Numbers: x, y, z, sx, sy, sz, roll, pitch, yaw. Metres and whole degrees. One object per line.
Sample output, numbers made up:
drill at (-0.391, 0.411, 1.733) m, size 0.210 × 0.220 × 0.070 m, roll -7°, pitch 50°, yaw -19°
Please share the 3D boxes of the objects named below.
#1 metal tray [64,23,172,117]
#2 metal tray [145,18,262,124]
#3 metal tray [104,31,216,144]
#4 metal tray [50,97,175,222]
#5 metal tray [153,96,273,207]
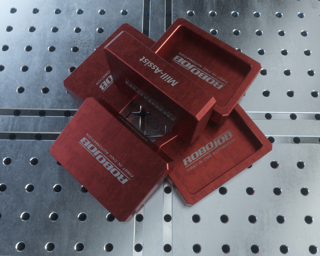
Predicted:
metal tray at (-0.056, -0.076, 0.435) m, size 0.090 × 0.030 × 0.130 m, roll 37°, pitch 74°, yaw 12°
metal tray at (0.052, -0.077, 0.405) m, size 0.130 × 0.030 × 0.090 m, roll 34°, pitch 73°, yaw 11°
metal tray at (-0.002, -0.043, 0.360) m, size 0.130 × 0.090 × 0.030 m, roll 39°, pitch 75°, yaw 12°
metal tray at (-0.060, 0.036, 0.375) m, size 0.130 × 0.030 × 0.090 m, roll 41°, pitch 100°, yaw 13°
metal tray at (0.064, 0.028, 0.398) m, size 0.131 × 0.030 × 0.090 m, roll -32°, pitch 73°, yaw -11°
